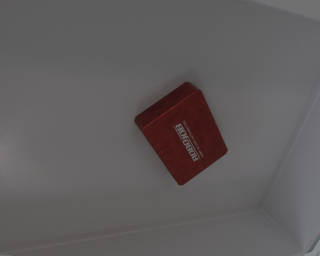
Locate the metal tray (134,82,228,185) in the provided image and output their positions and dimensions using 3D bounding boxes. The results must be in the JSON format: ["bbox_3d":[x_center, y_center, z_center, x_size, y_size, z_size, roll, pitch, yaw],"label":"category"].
[{"bbox_3d":[0.034,0.012,0.431,0.090,0.030,0.130,-36,129,-5],"label":"metal tray"}]
